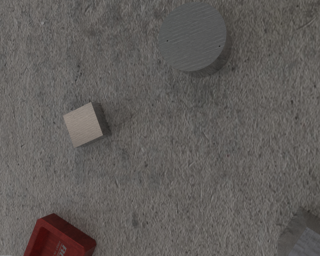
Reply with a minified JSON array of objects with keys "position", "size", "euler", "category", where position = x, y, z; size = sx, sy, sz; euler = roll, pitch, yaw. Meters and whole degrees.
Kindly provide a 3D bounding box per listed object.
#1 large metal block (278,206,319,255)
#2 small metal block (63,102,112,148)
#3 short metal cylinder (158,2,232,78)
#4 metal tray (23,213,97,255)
[{"position":[0.172,0.133,0.319],"size":[0.080,0.080,0.050],"euler":[31,100,17],"category":"large metal block"},{"position":[-0.104,-0.004,0.446],"size":[0.050,0.025,0.050],"euler":[-23,82,18],"category":"small metal block"},{"position":[0.045,-0.105,0.380],"size":[0.080,0.050,0.079],"euler":[0,90,20],"category":"short metal cylinder"},{"position":[-0.160,0.207,0.462],"size":[0.090,0.030,0.129],"euler":[26,98,18],"category":"metal tray"}]
